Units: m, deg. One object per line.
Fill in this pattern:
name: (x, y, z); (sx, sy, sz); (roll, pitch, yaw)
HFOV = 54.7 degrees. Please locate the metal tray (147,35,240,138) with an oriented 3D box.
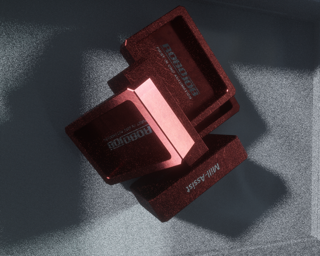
metal tray: (0.040, -0.055, 0.423); (0.090, 0.030, 0.130); (-36, 101, -15)

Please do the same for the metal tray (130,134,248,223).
metal tray: (0.033, 0.055, 0.388); (0.131, 0.090, 0.030); (-34, 102, -17)

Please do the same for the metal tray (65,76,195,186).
metal tray: (-0.038, 0.010, 0.341); (0.090, 0.130, 0.030); (55, 43, -12)

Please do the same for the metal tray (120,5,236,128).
metal tray: (0.024, -0.071, 0.384); (0.090, 0.030, 0.130); (-38, 102, -16)

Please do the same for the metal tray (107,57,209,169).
metal tray: (-0.006, -0.015, 0.372); (0.030, 0.090, 0.130); (-39, 103, -16)
